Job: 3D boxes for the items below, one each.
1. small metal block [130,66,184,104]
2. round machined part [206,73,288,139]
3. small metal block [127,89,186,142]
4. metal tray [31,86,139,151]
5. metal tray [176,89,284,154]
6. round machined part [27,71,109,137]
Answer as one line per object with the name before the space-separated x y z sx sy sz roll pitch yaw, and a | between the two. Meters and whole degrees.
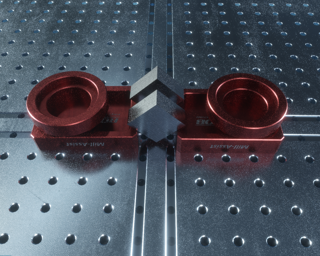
small metal block | -0.004 -0.047 0.412 0.050 0.050 0.025 -32 40 33
round machined part | 0.108 -0.024 0.401 0.099 0.042 0.098 0 50 0
small metal block | -0.004 -0.013 0.383 0.050 0.050 0.025 -32 40 33
metal tray | -0.094 -0.015 0.417 0.131 0.030 0.090 0 52 -1
metal tray | 0.087 -0.011 0.415 0.131 0.030 0.090 1 50 0
round machined part | -0.115 -0.026 0.402 0.099 0.042 0.098 0 50 0
